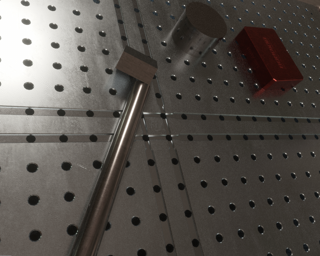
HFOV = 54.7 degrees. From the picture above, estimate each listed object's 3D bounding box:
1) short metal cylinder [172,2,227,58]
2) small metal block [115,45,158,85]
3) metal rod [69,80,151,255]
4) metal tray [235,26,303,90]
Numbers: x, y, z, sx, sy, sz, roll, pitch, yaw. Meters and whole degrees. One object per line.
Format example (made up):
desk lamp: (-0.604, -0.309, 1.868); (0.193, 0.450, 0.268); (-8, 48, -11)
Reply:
short metal cylinder: (0.067, -0.169, 0.533); (0.081, 0.050, 0.080); (14, 56, -21)
small metal block: (-0.032, -0.089, 0.432); (0.050, 0.025, 0.050); (25, 21, -13)
metal rod: (-0.057, 0.060, 0.341); (0.025, 0.025, 0.300); (25, 53, -13)
metal tray: (0.214, -0.138, 0.608); (0.091, 0.030, 0.130); (-8, 66, -32)
